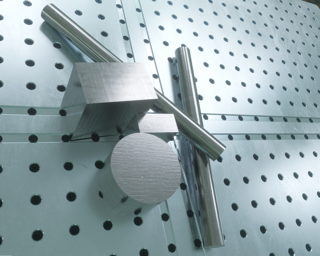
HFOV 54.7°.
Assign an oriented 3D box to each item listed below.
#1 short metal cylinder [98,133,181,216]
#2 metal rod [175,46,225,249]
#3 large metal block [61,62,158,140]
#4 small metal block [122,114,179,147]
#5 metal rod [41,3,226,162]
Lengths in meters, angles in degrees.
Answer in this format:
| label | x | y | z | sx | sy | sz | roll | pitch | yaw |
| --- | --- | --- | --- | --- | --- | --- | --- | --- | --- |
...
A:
| label | x | y | z | sx | sy | sz | roll | pitch | yaw |
| --- | --- | --- | --- | --- | --- | --- | --- | --- | --- |
| short metal cylinder | -0.024 | 0.052 | 0.347 | 0.081 | 0.050 | 0.080 | 14 | 56 | -21 |
| metal rod | 0.049 | 0.007 | 0.430 | 0.025 | 0.025 | 0.299 | 8 | 58 | -24 |
| large metal block | -0.061 | -0.031 | 0.359 | 0.081 | 0.080 | 0.050 | -8 | 66 | -32 |
| small metal block | -0.013 | 0.006 | 0.381 | 0.050 | 0.050 | 0.025 | -1 | 62 | -29 |
| metal rod | -0.038 | -0.063 | 0.408 | 0.300 | 0.025 | 0.025 | 40 | 51 | 6 |
